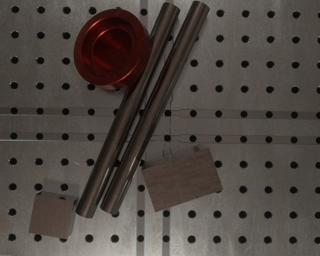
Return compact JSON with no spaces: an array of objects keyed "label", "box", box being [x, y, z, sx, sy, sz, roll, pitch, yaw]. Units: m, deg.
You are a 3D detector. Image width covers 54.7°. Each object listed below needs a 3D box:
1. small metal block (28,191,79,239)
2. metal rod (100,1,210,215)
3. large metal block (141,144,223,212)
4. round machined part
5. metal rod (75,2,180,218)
[{"label":"small metal block","box":[-0.141,0.115,0.412,0.050,0.025,0.050,10,90,-1]},{"label":"metal rod","box":[-0.007,-0.027,0.413,0.025,0.025,0.299,24,90,-1]},{"label":"large metal block","box":[0.025,0.058,0.386,0.080,0.080,0.050,-18,90,0]},{"label":"round machined part","box":[-0.056,-0.095,0.393,0.098,0.042,0.097,-4,80,21]},{"label":"metal rod","box":[-0.042,-0.023,0.412,0.025,0.025,0.299,23,90,-1]}]
